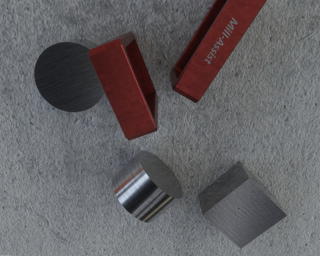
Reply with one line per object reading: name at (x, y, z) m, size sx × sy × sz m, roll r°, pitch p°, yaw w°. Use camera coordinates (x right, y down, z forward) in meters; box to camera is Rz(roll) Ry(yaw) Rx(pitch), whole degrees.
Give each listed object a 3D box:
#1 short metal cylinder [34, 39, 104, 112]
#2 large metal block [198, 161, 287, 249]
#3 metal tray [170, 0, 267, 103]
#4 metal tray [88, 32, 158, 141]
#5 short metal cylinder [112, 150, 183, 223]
short metal cylinder at (-0.101, -0.064, 0.372) m, size 0.081 × 0.050 × 0.079 m, roll 0°, pitch 110°, yaw 0°
large metal block at (0.113, 0.108, 0.437) m, size 0.080 × 0.050 × 0.080 m, roll -43°, pitch 105°, yaw 14°
metal tray at (0.058, -0.098, 0.339) m, size 0.030 × 0.090 × 0.129 m, roll 30°, pitch 107°, yaw -10°
metal tray at (-0.032, -0.053, 0.334) m, size 0.030 × 0.130 × 0.090 m, roll -20°, pitch 109°, yaw 7°
short metal cylinder at (-0.016, 0.076, 0.408) m, size 0.080 × 0.080 × 0.050 m, roll 42°, pitch 105°, yaw -14°
